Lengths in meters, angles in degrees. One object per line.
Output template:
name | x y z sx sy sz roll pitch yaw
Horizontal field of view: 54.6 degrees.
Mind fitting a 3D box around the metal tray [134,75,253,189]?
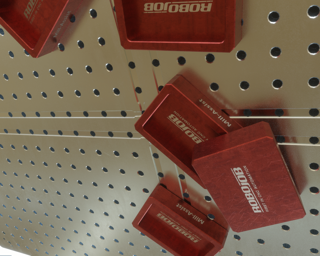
metal tray | 0.042 0.008 0.391 0.130 0.030 0.090 41 129 0

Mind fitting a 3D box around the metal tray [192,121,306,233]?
metal tray | 0.105 0.063 0.364 0.090 0.030 0.130 -21 118 21

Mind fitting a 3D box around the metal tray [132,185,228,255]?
metal tray | 0.028 0.159 0.491 0.130 0.030 0.089 33 129 6

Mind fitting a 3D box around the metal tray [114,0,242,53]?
metal tray | 0.016 -0.128 0.320 0.130 0.030 0.089 8 122 24

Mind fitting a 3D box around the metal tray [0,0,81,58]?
metal tray | -0.156 -0.163 0.389 0.090 0.030 0.129 46 129 -5
